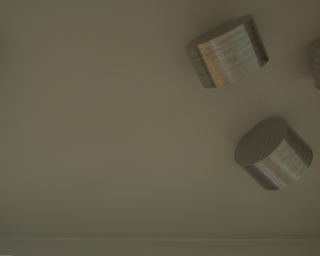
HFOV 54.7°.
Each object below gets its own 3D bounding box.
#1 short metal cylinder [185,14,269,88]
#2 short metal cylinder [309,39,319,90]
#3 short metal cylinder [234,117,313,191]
[{"bbox_3d":[0.075,-0.086,0.351,0.080,0.080,0.050,-25,108,8],"label":"short metal cylinder"},{"bbox_3d":[0.219,-0.079,0.356,0.080,0.080,0.050,-16,110,5],"label":"short metal cylinder"},{"bbox_3d":[0.143,0.032,0.396,0.050,0.080,0.080,43,104,-14],"label":"short metal cylinder"}]
